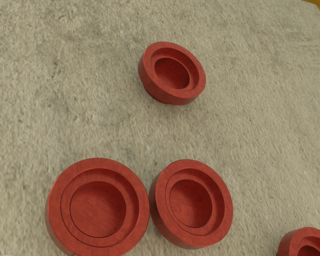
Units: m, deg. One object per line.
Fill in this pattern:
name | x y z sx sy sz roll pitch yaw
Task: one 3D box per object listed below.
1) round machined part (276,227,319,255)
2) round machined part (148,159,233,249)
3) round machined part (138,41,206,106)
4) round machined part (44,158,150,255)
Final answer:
round machined part | 0.185 0.178 0.386 0.099 0.042 0.098 14 56 -21
round machined part | 0.031 0.089 0.357 0.099 0.042 0.098 14 56 -21
round machined part | 0.013 -0.073 0.447 0.099 0.042 0.098 14 56 -21
round machined part | -0.063 0.083 0.309 0.099 0.042 0.098 14 56 -21
